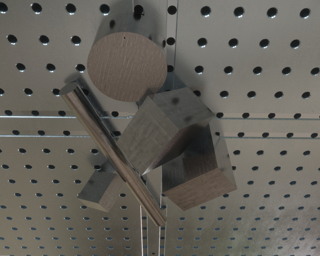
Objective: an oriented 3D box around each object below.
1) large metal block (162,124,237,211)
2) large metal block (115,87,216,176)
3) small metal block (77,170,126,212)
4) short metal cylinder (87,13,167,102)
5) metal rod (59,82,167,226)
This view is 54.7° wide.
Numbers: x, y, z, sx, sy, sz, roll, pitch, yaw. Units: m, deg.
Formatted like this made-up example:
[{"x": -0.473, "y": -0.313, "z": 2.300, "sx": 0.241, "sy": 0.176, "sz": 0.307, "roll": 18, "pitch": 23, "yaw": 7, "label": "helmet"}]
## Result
[{"x": 0.050, "y": 0.054, "z": 0.422, "sx": 0.080, "sy": 0.080, "sz": 0.050, "roll": -29, "pitch": 125, "yaw": 22, "label": "large metal block"}, {"x": 0.007, "y": 0.002, "z": 0.369, "sx": 0.050, "sy": 0.081, "sz": 0.080, "roll": 49, "pitch": 125, "yaw": 16, "label": "large metal block"}, {"x": -0.087, "y": 0.093, "z": 0.461, "sx": 0.050, "sy": 0.050, "sz": 0.025, "roll": 0, "pitch": 138, "yaw": 41, "label": "small metal block"}, {"x": -0.033, "y": -0.075, "z": 0.331, "sx": 0.081, "sy": 0.050, "sz": 0.079, "roll": 0, "pitch": 130, "yaw": 0, "label": "short metal cylinder"}, {"x": -0.054, "y": 0.058, "z": 0.460, "sx": 0.025, "sy": 0.025, "sz": 0.299, "roll": -17, "pitch": 129, "yaw": 13, "label": "metal rod"}]
